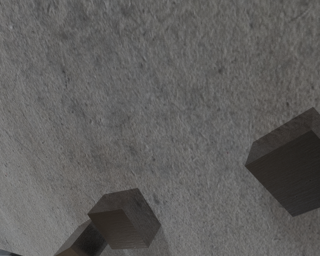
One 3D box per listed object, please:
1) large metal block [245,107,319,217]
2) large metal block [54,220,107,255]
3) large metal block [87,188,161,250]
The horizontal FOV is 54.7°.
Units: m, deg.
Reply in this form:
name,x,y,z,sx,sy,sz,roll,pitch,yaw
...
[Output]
name,x,y,z,sx,sy,sz,roll,pitch,yaw
large metal block,0.154,0.038,0.333,0.080,0.050,0.080,46,129,-5
large metal block,-0.142,0.219,0.579,0.050,0.080,0.080,47,129,-5
large metal block,-0.058,0.152,0.514,0.080,0.050,0.080,-18,109,35
